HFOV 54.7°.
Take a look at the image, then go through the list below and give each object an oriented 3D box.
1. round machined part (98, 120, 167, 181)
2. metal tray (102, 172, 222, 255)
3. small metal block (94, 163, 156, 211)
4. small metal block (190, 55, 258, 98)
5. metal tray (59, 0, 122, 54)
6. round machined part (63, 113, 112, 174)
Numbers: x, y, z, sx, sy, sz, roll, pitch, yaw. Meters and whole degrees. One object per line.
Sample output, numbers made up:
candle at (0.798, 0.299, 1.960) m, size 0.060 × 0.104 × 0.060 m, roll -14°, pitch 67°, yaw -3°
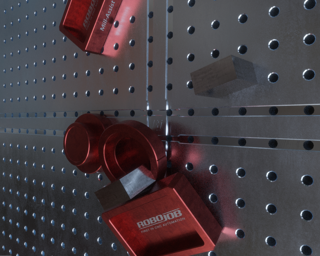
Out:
round machined part at (-0.032, 0.036, 0.414) m, size 0.098 × 0.042 × 0.097 m, roll 12°, pitch 112°, yaw 31°
metal tray at (-0.002, 0.117, 0.383) m, size 0.130 × 0.030 × 0.090 m, roll -31°, pitch 97°, yaw 36°
small metal block at (-0.042, 0.070, 0.374) m, size 0.050 × 0.050 × 0.025 m, roll -31°, pitch 88°, yaw 37°
small metal block at (0.070, -0.054, 0.336) m, size 0.050 × 0.050 × 0.025 m, roll -19°, pitch 78°, yaw 38°
metal tray at (-0.109, -0.196, 0.495) m, size 0.090 × 0.030 × 0.129 m, roll 42°, pitch 115°, yaw 31°
round machined part at (-0.117, 0.025, 0.496) m, size 0.098 × 0.042 × 0.097 m, roll 0°, pitch 90°, yaw 40°
